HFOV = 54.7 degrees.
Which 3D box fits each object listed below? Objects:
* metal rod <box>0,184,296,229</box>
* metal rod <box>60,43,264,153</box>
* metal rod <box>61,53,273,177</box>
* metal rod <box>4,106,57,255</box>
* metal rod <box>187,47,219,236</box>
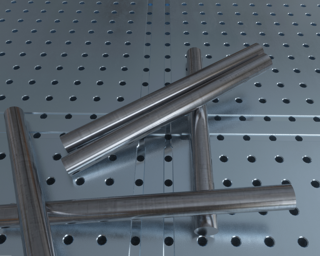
[{"bbox_3d":[-0.020,0.081,0.316,0.302,0.025,0.025,-5,50,4],"label":"metal rod"},{"bbox_3d":[0.012,-0.045,0.419,0.302,0.025,0.025,-27,55,-12],"label":"metal rod"},{"bbox_3d":[0.018,-0.023,0.400,0.302,0.025,0.025,-28,56,-12],"label":"metal rod"},{"bbox_3d":[-0.134,0.064,0.315,0.025,0.025,0.300,-20,42,-17],"label":"metal rod"},{"bbox_3d":[0.052,-0.008,0.415,0.025,0.025,0.300,2,50,1],"label":"metal rod"}]
